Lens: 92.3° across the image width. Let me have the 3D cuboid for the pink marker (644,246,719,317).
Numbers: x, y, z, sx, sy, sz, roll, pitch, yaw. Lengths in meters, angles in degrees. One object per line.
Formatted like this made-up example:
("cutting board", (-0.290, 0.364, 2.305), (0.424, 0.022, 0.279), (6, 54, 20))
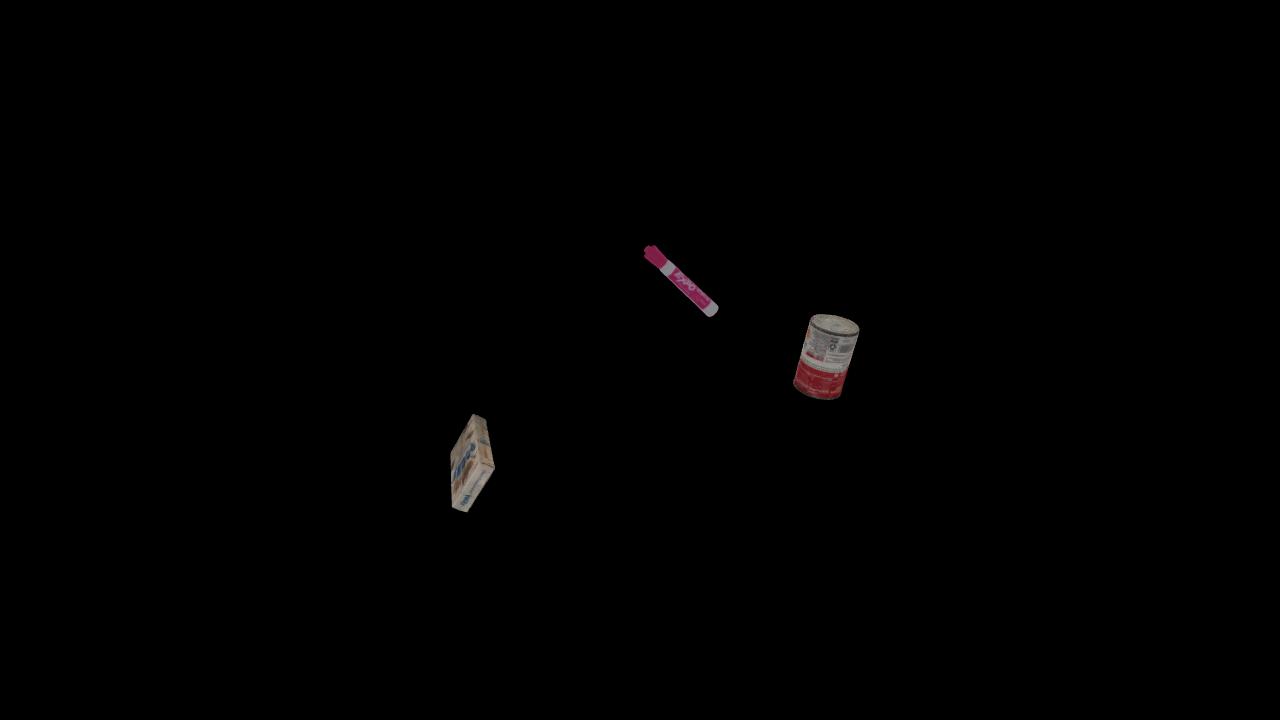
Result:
("pink marker", (0.050, -0.096, 0.745), (0.121, 0.020, 0.020), (40, -19, -25))

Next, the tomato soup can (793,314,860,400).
("tomato soup can", (0.254, -0.005, 0.843), (0.068, 0.101, 0.068), (5, 27, -3))

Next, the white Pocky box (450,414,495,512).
("white Pocky box", (-0.257, 0.153, 0.933), (0.028, 0.084, 0.154), (28, 11, -26))
